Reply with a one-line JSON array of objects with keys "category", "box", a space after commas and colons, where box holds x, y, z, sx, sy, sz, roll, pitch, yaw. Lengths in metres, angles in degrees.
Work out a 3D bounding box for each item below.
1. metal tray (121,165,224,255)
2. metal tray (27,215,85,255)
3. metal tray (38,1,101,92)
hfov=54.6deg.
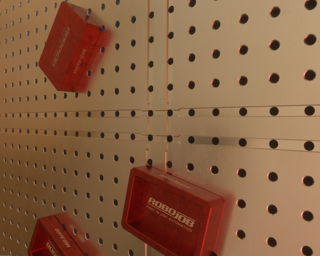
[{"category": "metal tray", "box": [0.010, 0.111, 0.398, 0.130, 0.030, 0.089, 18, 101, 38]}, {"category": "metal tray", "box": [-0.189, 0.234, 0.564, 0.130, 0.030, 0.089, 35, 112, 34]}, {"category": "metal tray", "box": [-0.161, -0.140, 0.541, 0.090, 0.030, 0.129, 46, 118, 30]}]
